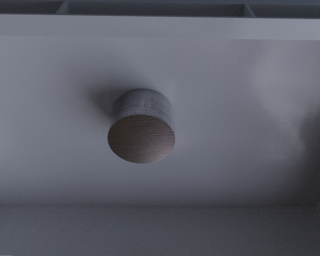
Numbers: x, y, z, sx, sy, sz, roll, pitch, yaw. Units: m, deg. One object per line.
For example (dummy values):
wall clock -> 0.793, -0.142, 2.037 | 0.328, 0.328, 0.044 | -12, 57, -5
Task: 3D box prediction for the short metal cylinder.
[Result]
short metal cylinder -> -0.022, -0.001, 0.389 | 0.080, 0.050, 0.080 | 0, 130, 0
